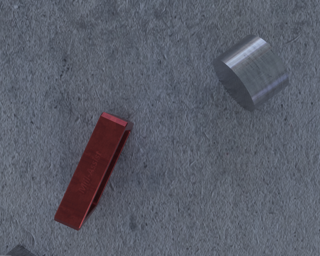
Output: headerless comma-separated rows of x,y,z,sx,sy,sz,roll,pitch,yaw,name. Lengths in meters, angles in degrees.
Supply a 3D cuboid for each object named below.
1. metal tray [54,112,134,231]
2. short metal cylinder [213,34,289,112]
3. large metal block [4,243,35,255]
-0.075,0.047,0.376,0.030,0.090,0.129,24,90,0,metal tray
0.110,-0.067,0.383,0.050,0.080,0.080,-36,90,0,short metal cylinder
-0.183,0.213,0.396,0.080,0.050,0.080,37,90,0,large metal block
